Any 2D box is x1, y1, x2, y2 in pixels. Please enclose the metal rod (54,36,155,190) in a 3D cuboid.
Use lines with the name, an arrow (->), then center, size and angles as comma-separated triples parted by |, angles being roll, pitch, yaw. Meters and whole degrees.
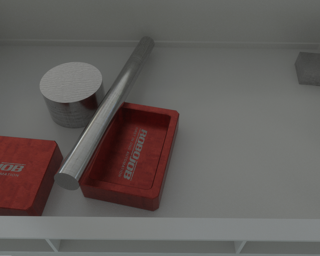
metal rod -> -0.054, -0.045, 0.402 | 0.025, 0.025, 0.301 | 10, 42, 8

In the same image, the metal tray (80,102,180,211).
metal tray -> -0.032, 0.028, 0.377 | 0.090, 0.030, 0.130 | 10, 51, 8

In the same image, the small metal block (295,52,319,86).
small metal block -> 0.245, -0.092, 0.486 | 0.050, 0.025, 0.050 | 6, 50, 5

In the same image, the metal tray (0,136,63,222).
metal tray -> -0.190, 0.053, 0.355 | 0.131, 0.030, 0.090 | 5, 50, 3

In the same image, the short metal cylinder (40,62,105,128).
short metal cylinder -> -0.117, -0.046, 0.426 | 0.081, 0.050, 0.080 | 0, 50, 0
